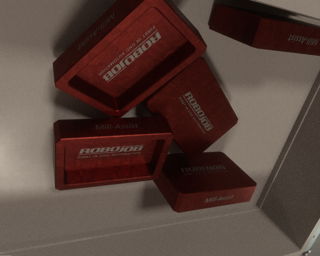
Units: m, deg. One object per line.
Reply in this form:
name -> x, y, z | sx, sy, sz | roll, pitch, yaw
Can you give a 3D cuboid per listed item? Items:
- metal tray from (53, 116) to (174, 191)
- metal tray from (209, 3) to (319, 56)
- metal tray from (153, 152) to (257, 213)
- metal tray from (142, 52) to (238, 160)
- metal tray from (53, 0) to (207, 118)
metal tray -> -0.057, 0.030, 0.371 | 0.131, 0.030, 0.089 | -3, 135, -21
metal tray -> 0.137, -0.117, 0.371 | 0.131, 0.090, 0.030 | -2, 119, -28
metal tray -> 0.060, 0.072, 0.446 | 0.131, 0.090, 0.030 | 0, 119, -29
metal tray -> 0.042, -0.026, 0.414 | 0.090, 0.030, 0.130 | -41, 130, -1
metal tray -> -0.030, -0.071, 0.310 | 0.130, 0.030, 0.090 | -36, 141, 21
